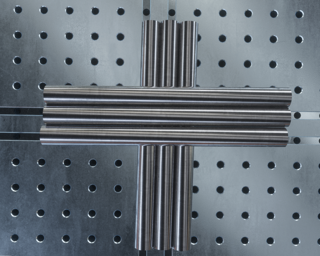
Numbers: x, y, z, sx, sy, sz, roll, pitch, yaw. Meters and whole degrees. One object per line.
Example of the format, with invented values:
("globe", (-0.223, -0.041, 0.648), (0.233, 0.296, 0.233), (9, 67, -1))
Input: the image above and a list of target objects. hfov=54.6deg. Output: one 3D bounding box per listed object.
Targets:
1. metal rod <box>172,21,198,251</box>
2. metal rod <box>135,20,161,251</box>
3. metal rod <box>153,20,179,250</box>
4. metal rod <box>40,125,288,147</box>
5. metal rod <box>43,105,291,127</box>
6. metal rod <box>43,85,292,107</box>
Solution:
("metal rod", (0.034, 0.010, 0.414), (0.025, 0.025, 0.298), (2, 90, 0))
("metal rod", (-0.016, 0.009, 0.413), (0.025, 0.025, 0.298), (2, 90, 0))
("metal rod", (0.008, 0.009, 0.413), (0.025, 0.025, 0.298), (2, 90, 0))
("metal rod", (0.005, 0.010, 0.388), (0.302, 0.025, 0.025), (1, 90, 0))
("metal rod", (0.009, -0.015, 0.388), (0.302, 0.025, 0.025), (1, 90, 0))
("metal rod", (0.010, -0.040, 0.388), (0.302, 0.025, 0.025), (1, 90, 0))
